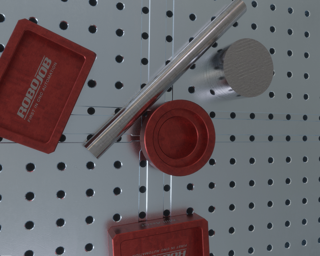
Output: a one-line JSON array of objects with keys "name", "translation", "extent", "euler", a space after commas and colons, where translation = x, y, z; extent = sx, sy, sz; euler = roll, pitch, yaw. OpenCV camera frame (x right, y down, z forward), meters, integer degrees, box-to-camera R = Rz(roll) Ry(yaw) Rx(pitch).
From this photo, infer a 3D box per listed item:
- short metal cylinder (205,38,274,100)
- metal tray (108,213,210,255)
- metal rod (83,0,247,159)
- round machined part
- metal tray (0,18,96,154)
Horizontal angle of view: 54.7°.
[{"name": "short metal cylinder", "translation": [0.112, -0.081, 0.441], "extent": [0.081, 0.050, 0.079], "euler": [0, 90, -20]}, {"name": "metal tray", "translation": [0.001, 0.170, 0.410], "extent": [0.131, 0.030, 0.089], "euler": [-4, 91, -20]}, {"name": "metal rod", "translation": [0.016, -0.074, 0.418], "extent": [0.301, 0.025, 0.025], "euler": [-46, 105, -14]}, {"name": "round machined part", "translation": [0.020, 0.012, 0.411], "extent": [0.099, 0.042, 0.097], "euler": [0, 90, -20]}, {"name": "metal tray", "translation": [-0.142, -0.046, 0.357], "extent": [0.090, 0.030, 0.130], "euler": [24, 82, -19]}]
